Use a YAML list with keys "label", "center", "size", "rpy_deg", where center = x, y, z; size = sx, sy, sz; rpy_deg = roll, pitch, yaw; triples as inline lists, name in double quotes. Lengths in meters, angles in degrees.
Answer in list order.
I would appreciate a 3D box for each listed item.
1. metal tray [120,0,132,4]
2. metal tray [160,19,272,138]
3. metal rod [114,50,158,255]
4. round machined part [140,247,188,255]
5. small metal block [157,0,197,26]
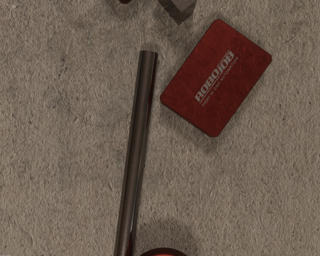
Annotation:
- label: "metal tray"
  center: [-0.054, -0.243, 0.406]
  size: [0.090, 0.030, 0.130]
  rpy_deg: [-38, 91, -1]
- label: "metal tray"
  center: [0.072, -0.064, 0.408]
  size: [0.090, 0.030, 0.130]
  rpy_deg: [35, 90, -1]
- label: "metal rod"
  center: [-0.033, 0.049, 0.409]
  size: [0.025, 0.025, 0.298]
  rpy_deg: [7, 90, -1]
- label: "round machined part"
  center: [0.004, 0.203, 0.401]
  size: [0.099, 0.042, 0.097]
  rpy_deg: [0, 91, -3]
- label: "small metal block"
  center: [0.019, -0.167, 0.398]
  size: [0.025, 0.050, 0.050]
  rpy_deg: [-40, 91, 0]
